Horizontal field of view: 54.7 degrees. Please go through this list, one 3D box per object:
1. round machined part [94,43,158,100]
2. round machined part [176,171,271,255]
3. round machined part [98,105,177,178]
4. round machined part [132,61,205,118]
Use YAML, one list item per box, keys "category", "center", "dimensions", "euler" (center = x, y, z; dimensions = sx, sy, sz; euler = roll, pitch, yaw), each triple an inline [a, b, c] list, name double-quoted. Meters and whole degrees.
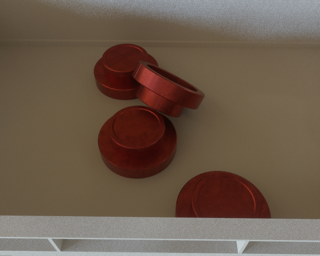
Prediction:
- category: "round machined part"
  center: [-0.051, -0.091, 0.470]
  dimensions: [0.099, 0.042, 0.098]
  euler: [0, 50, 0]
- category: "round machined part"
  center: [0.066, 0.086, 0.322]
  dimensions: [0.099, 0.042, 0.098]
  euler: [0, 50, 0]
- category: "round machined part"
  center: [-0.028, 0.010, 0.385]
  dimensions: [0.099, 0.042, 0.098]
  euler: [0, 50, 0]
- category: "round machined part"
  center: [0.007, -0.049, 0.413]
  dimensions: [0.098, 0.042, 0.098]
  euler: [26, 15, -7]
